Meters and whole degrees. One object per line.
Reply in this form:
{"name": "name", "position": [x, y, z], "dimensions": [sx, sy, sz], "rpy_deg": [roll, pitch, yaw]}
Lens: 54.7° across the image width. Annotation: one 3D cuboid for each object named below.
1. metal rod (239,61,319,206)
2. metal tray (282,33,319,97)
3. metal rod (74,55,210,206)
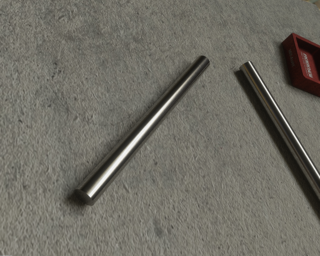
{"name": "metal rod", "position": [0.213, 0.017, 0.511], "dimensions": [0.025, 0.025, 0.299], "rpy_deg": [-12, 68, -33]}
{"name": "metal tray", "position": [0.312, -0.133, 0.653], "dimensions": [0.091, 0.030, 0.130], "rpy_deg": [17, 55, -19]}
{"name": "metal rod", "position": [-0.004, -0.018, 0.414], "dimensions": [0.025, 0.025, 0.301], "rpy_deg": [41, 51, -1]}
